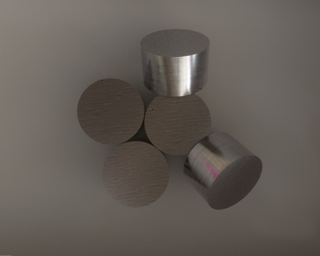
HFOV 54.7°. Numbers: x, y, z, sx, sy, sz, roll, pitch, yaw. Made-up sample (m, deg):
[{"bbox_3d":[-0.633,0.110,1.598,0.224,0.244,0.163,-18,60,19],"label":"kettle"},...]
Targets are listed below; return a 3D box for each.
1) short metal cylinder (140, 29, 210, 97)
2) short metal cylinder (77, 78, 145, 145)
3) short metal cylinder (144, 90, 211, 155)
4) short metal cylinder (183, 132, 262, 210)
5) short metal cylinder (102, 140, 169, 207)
[{"bbox_3d":[0.018,-0.081,0.375,0.081,0.080,0.050,-3,129,-1],"label":"short metal cylinder"},{"bbox_3d":[-0.059,-0.020,0.396,0.081,0.050,0.079,0,90,-1],"label":"short metal cylinder"},{"bbox_3d":[0.021,-0.007,0.397,0.081,0.050,0.079,0,90,-1],"label":"short metal cylinder"},{"bbox_3d":[0.076,0.052,0.378,0.081,0.050,0.079,-18,129,-23],"label":"short metal cylinder"},{"bbox_3d":[-0.029,0.055,0.397,0.081,0.050,0.079,0,90,-1],"label":"short metal cylinder"}]
